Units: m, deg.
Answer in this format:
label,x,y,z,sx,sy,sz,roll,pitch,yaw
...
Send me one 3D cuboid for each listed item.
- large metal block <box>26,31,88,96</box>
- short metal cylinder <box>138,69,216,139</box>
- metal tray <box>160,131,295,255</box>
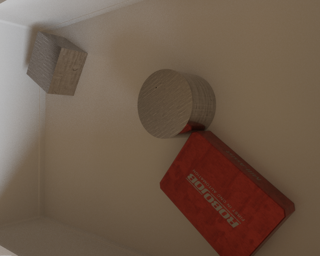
label,x,y,z,sx,sy,sz,roll,pitch,yaw
large metal block,-0.179,-0.111,0.535,0.080,0.050,0.079,37,112,33
short metal cylinder,0.020,-0.028,0.373,0.080,0.050,0.079,0,90,39
metal tray,0.067,0.075,0.347,0.130,0.030,0.089,44,116,30
